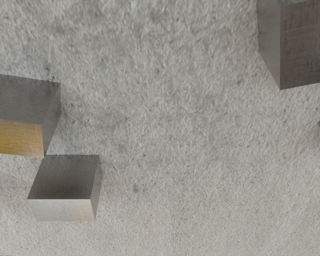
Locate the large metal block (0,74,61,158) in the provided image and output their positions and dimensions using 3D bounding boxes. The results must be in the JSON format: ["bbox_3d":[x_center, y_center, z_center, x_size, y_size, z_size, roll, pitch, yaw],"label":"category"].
[{"bbox_3d":[-0.165,-0.016,0.355,0.081,0.080,0.050,8,130,-7],"label":"large metal block"}]

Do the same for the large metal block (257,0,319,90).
[{"bbox_3d":[0.127,-0.095,0.292,0.050,0.080,0.080,-11,130,8],"label":"large metal block"}]

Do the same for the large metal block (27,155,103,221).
[{"bbox_3d":[-0.130,0.084,0.441,0.081,0.080,0.050,0,130,-1],"label":"large metal block"}]

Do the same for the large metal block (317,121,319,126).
[{"bbox_3d":[0.271,0.003,0.397,0.080,0.050,0.080,30,124,-23],"label":"large metal block"}]
